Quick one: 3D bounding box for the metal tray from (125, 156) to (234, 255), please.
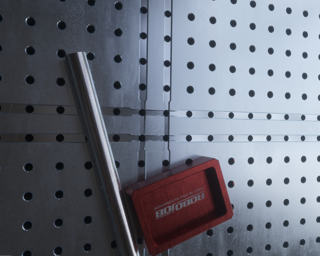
[{"bbox_3d":[0.029,0.102,0.421,0.131,0.030,0.089,-19,97,-19],"label":"metal tray"}]

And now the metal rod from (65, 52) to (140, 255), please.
[{"bbox_3d":[-0.067,0.055,0.388,0.025,0.025,0.298,-16,96,-20],"label":"metal rod"}]
